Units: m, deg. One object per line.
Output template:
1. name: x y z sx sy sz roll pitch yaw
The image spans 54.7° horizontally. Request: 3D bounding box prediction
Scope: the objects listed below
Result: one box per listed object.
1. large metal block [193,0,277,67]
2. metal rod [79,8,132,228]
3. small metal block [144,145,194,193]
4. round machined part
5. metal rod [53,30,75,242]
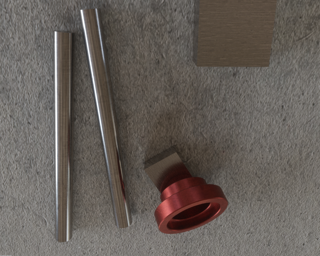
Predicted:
1. large metal block: 0.081 -0.114 0.356 0.081 0.050 0.079 0 110 -1
2. metal rod: -0.068 0.002 0.409 0.025 0.025 0.298 -5 110 1
3. small metal block: 0.013 0.060 0.432 0.050 0.025 0.050 -30 108 10
4. round machined part: 0.039 0.102 0.423 0.099 0.042 0.097 -15 143 -11
5. metal rod: -0.129 0.025 0.417 0.025 0.025 0.298 6 110 -3
